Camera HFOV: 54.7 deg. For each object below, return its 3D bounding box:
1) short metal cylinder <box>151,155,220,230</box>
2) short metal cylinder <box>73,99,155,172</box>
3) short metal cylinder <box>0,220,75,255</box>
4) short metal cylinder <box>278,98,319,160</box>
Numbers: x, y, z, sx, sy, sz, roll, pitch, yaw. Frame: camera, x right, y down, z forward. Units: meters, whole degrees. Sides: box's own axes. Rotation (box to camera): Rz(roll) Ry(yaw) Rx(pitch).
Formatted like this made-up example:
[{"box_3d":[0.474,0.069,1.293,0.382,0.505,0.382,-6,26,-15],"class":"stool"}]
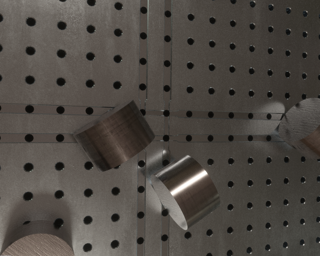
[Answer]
[{"box_3d":[0.031,0.081,0.396,0.050,0.080,0.080,-30,100,-18],"class":"short metal cylinder"},{"box_3d":[-0.053,0.008,0.365,0.080,0.080,0.050,-34,102,-17],"class":"short metal cylinder"},{"box_3d":[-0.139,0.151,0.349,0.081,0.050,0.079,0,90,-21],"class":"short metal cylinder"},{"box_3d":[0.230,0.001,0.471,0.050,0.080,0.080,35,79,-17],"class":"short metal cylinder"}]
